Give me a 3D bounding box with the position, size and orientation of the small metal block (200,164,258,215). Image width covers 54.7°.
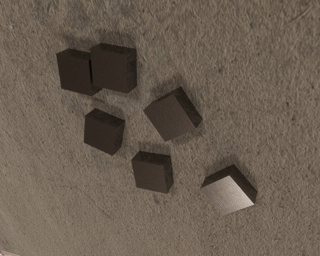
[{"bbox_3d":[0.091,0.082,0.409,0.050,0.025,0.050,49,128,-7],"label":"small metal block"}]

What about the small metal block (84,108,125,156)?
[{"bbox_3d":[-0.082,0.006,0.451,0.050,0.025,0.050,23,127,13],"label":"small metal block"}]

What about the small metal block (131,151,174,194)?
[{"bbox_3d":[-0.010,0.064,0.450,0.050,0.025,0.050,7,121,24],"label":"small metal block"}]

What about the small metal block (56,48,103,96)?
[{"bbox_3d":[-0.107,-0.075,0.415,0.050,0.025,0.050,15,125,19],"label":"small metal block"}]

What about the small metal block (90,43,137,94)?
[{"bbox_3d":[-0.057,-0.075,0.389,0.050,0.025,0.050,15,125,19],"label":"small metal block"}]

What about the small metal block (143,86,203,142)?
[{"bbox_3d":[0.016,-0.016,0.387,0.050,0.025,0.050,-26,105,36],"label":"small metal block"}]
